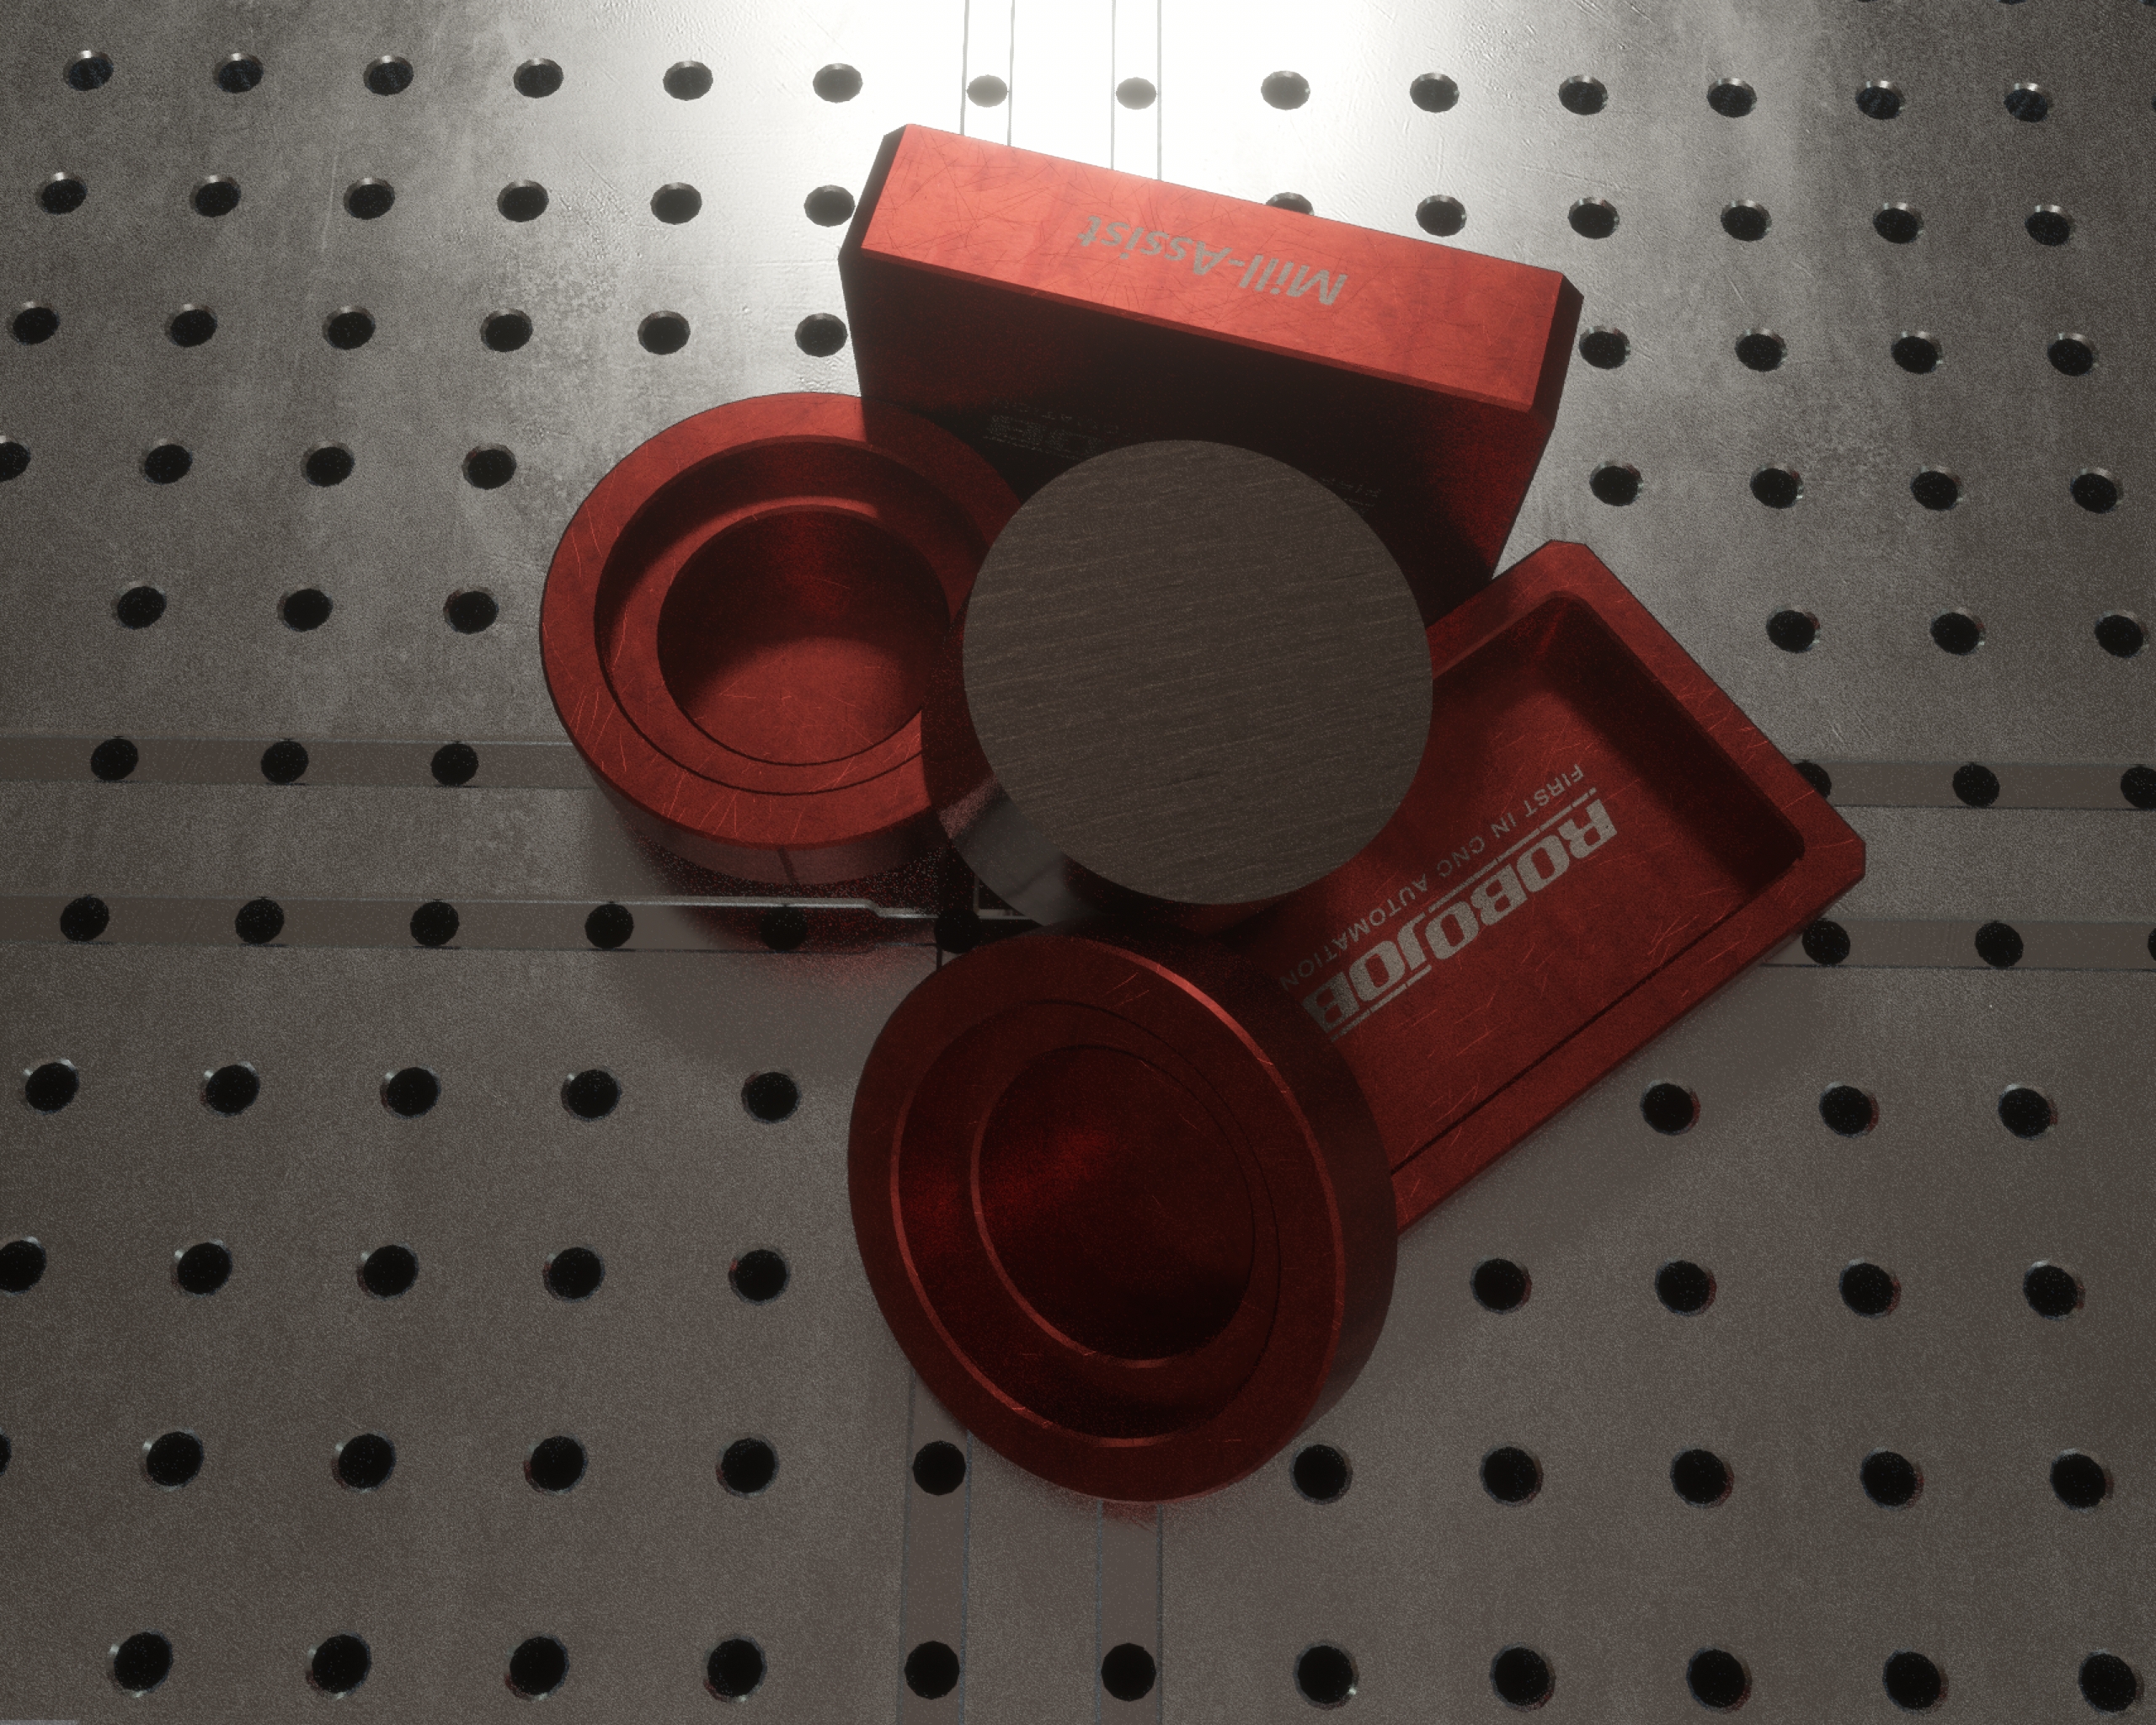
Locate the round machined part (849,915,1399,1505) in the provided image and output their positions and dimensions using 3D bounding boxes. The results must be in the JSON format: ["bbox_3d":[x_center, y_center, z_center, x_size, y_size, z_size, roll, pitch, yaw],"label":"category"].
[{"bbox_3d":[0.011,0.057,0.363,0.098,0.042,0.097,7,103,32],"label":"round machined part"}]

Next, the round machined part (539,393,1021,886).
[{"bbox_3d":[-0.053,-0.041,0.417,0.099,0.042,0.098,0,70,-1],"label":"round machined part"}]

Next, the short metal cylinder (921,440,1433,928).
[{"bbox_3d":[0.016,-0.028,0.369,0.081,0.050,0.080,2,79,-12],"label":"short metal cylinder"}]

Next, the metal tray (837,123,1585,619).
[{"bbox_3d":[0.024,-0.091,0.410,0.131,0.090,0.030,14,71,5],"label":"metal tray"}]

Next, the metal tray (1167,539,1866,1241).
[{"bbox_3d":[0.073,0.007,0.407,0.131,0.030,0.090,-35,74,-12],"label":"metal tray"}]
